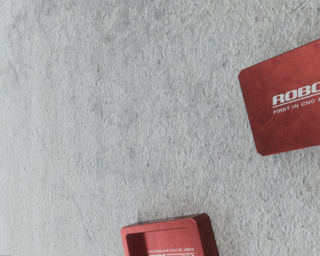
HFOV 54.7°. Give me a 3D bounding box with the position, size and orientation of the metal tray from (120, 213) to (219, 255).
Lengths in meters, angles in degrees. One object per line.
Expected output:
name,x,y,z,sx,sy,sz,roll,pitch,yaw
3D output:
metal tray,0.011,0.163,0.392,0.130,0.030,0.090,-21,77,38

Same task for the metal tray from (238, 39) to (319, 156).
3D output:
metal tray,0.145,-0.031,0.282,0.130,0.030,0.090,-19,78,38
